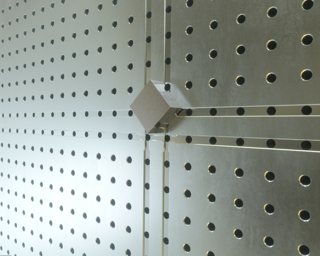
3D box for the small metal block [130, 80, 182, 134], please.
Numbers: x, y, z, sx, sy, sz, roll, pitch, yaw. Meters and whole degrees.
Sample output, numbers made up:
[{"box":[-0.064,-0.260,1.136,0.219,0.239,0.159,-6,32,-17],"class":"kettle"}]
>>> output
[{"box":[-0.006,-0.028,0.413,0.050,0.025,0.050,-49,62,28],"class":"small metal block"}]
